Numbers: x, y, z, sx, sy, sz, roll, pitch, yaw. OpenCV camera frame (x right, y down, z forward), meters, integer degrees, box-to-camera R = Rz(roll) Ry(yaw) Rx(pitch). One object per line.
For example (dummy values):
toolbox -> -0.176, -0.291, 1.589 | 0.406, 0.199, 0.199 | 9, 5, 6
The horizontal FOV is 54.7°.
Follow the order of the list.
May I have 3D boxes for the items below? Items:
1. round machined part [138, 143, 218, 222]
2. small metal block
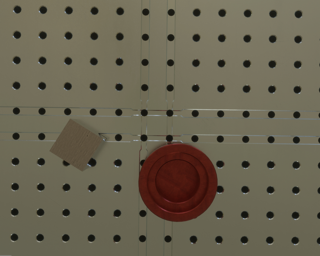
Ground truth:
round machined part -> 0.023, 0.068, 0.405 | 0.099, 0.042, 0.097 | 0, 90, 0
small metal block -> -0.108, 0.022, 0.412 | 0.050, 0.025, 0.050 | 32, 90, 0
